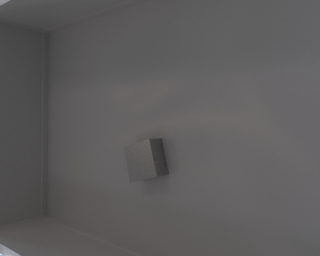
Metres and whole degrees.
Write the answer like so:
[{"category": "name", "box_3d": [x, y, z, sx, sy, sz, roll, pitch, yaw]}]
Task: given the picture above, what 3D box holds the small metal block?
[{"category": "small metal block", "box_3d": [-0.020, 0.044, 0.424, 0.050, 0.025, 0.050, -19, 78, 38]}]
